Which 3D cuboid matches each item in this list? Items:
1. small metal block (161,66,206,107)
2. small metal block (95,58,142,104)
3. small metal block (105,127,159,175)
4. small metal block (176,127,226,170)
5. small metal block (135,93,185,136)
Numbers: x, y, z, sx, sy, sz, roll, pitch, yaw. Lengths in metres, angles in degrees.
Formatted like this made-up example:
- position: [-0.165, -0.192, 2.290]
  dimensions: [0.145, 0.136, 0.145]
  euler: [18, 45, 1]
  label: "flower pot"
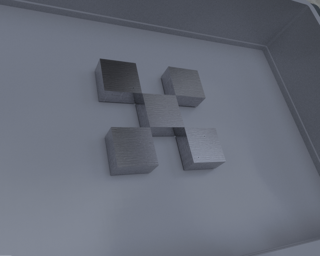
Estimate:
- position: [0.034, -0.060, 0.457]
  dimensions: [0.050, 0.025, 0.050]
  euler: [2, 61, -27]
  label: "small metal block"
- position: [-0.056, -0.061, 0.410]
  dimensions: [0.050, 0.025, 0.050]
  euler: [2, 61, -28]
  label: "small metal block"
- position: [-0.034, 0.027, 0.368]
  dimensions: [0.050, 0.025, 0.050]
  euler: [1, 61, -28]
  label: "small metal block"
- position: [0.054, 0.027, 0.415]
  dimensions: [0.050, 0.025, 0.050]
  euler: [1, 61, -28]
  label: "small metal block"
- position: [0.000, -0.017, 0.413]
  dimensions: [0.050, 0.025, 0.050]
  euler: [0, 62, -28]
  label: "small metal block"
